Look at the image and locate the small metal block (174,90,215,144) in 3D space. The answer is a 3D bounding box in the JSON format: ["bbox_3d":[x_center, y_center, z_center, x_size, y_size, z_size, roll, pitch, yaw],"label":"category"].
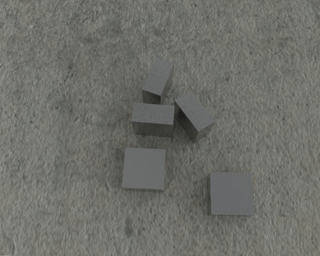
[{"bbox_3d":[0.042,-0.013,0.400,0.025,0.050,0.050,-32,74,-11],"label":"small metal block"}]

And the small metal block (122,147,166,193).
[{"bbox_3d":[-0.019,0.053,0.389,0.050,0.025,0.050,3,70,0],"label":"small metal block"}]

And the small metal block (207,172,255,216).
[{"bbox_3d":[0.085,0.082,0.379,0.050,0.025,0.050,1,70,0],"label":"small metal block"}]

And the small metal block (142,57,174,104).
[{"bbox_3d":[-0.002,-0.057,0.416,0.025,0.050,0.050,20,71,7],"label":"small metal block"}]

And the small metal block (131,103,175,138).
[{"bbox_3d":[-0.008,-0.009,0.398,0.050,0.050,0.025,5,70,1],"label":"small metal block"}]
